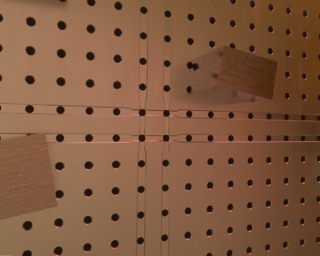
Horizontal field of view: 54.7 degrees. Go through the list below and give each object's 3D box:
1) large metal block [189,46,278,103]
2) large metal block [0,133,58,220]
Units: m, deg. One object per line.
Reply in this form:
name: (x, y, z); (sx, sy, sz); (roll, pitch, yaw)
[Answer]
large metal block: (0.096, -0.068, 0.420); (0.081, 0.080, 0.050); (10, 87, -20)
large metal block: (-0.162, 0.051, 0.340); (0.081, 0.050, 0.079); (-10, 94, -20)
